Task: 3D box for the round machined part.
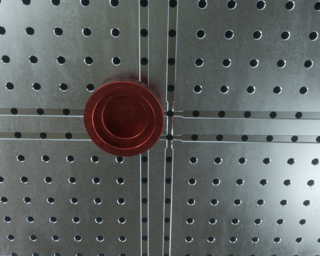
[{"bbox_3d":[-0.044,-0.016,0.398,0.099,0.042,0.097,0,110,0],"label":"round machined part"}]
